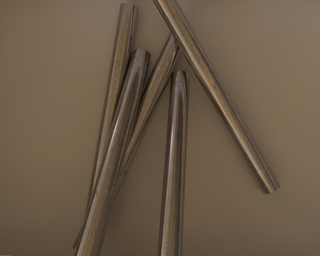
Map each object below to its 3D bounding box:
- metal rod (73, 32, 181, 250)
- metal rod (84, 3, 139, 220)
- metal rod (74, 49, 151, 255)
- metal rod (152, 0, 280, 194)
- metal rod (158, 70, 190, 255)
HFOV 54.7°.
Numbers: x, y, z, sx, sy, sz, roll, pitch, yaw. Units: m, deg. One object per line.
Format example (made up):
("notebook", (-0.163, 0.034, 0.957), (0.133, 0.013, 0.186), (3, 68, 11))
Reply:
("metal rod", (-0.036, 0.014, 0.396), (0.025, 0.025, 0.299), (24, 84, 0))
("metal rod", (-0.065, -0.013, 0.410), (0.025, 0.025, 0.298), (10, 90, 0))
("metal rod", (-0.054, 0.037, 0.355), (0.025, 0.025, 0.299), (13, 67, 0))
("metal rod", (0.071, -0.047, 0.395), (0.025, 0.025, 0.299), (-31, 97, 0))
("metal rod", (0.016, 0.065, 0.348), (0.025, 0.025, 0.299), (5, 64, 0))
